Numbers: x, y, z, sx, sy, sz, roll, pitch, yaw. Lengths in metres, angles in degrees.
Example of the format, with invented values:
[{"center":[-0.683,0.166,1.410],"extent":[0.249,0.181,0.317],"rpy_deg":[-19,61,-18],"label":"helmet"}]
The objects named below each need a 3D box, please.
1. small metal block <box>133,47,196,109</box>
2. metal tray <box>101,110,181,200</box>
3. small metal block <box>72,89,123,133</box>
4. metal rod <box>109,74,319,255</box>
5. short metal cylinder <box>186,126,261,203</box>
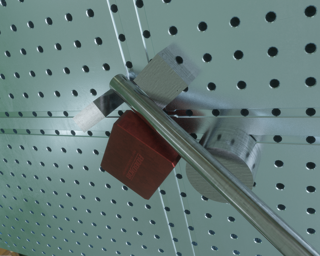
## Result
[{"center":[0.005,-0.059,0.371],"extent":[0.050,0.025,0.050],"rpy_deg":[46,129,-4],"label":"small metal block"},{"center":[-0.029,0.042,0.427],"extent":[0.090,0.030,0.129],"rpy_deg":[35,144,4],"label":"metal tray"},{"center":[-0.083,-0.025,0.421],"extent":[0.050,0.050,0.025],"rpy_deg":[-31,102,37],"label":"small metal block"},{"center":[0.043,0.034,0.339],"extent":[0.300,0.025,0.025],"rpy_deg":[43,132,25],"label":"metal rod"},{"center":[0.078,0.044,0.381],"extent":[0.080,0.050,0.079],"rpy_deg":[13,124,20],"label":"short metal cylinder"}]
